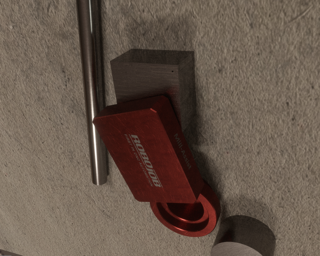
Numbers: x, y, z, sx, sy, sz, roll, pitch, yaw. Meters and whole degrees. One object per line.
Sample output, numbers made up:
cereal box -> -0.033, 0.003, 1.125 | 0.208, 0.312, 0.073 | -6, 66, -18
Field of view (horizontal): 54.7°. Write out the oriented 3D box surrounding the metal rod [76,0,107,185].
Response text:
metal rod -> -0.091, -0.039, 0.428 | 0.025, 0.025, 0.298 | 16, 125, 18

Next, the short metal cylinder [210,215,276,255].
short metal cylinder -> 0.117, 0.170, 0.434 | 0.080, 0.050, 0.079 | 13, 124, 20

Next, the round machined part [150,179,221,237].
round machined part -> 0.038, 0.103, 0.438 | 0.098, 0.042, 0.097 | 13, 124, 20

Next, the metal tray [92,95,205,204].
metal tray -> -0.012, 0.031, 0.366 | 0.090, 0.030, 0.129 | -8, 119, 33

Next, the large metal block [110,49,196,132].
large metal block -> -0.005, -0.046, 0.364 | 0.080, 0.050, 0.079 | 8, 122, 23
